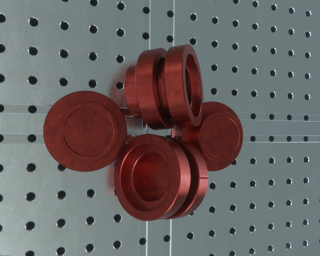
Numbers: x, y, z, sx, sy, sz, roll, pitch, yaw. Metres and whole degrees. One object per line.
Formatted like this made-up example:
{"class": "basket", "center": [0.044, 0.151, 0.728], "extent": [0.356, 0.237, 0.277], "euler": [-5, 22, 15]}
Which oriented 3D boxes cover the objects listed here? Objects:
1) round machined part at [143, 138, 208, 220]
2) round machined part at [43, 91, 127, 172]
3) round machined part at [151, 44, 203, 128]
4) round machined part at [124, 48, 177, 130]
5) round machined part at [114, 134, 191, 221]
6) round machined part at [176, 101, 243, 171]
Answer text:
{"class": "round machined part", "center": [0.018, 0.063, 0.390], "extent": [0.042, 0.098, 0.098], "euler": [14, 85, -51]}
{"class": "round machined part", "center": [-0.087, 0.004, 0.371], "extent": [0.099, 0.042, 0.097], "euler": [0, 90, -20]}
{"class": "round machined part", "center": [0.021, -0.048, 0.374], "extent": [0.042, 0.098, 0.097], "euler": [-5, 92, 20]}
{"class": "round machined part", "center": [-0.011, -0.046, 0.382], "extent": [0.042, 0.098, 0.097], "euler": [-5, 92, 20]}
{"class": "round machined part", "center": [-0.005, 0.058, 0.367], "extent": [0.042, 0.098, 0.098], "euler": [13, 85, -52]}
{"class": "round machined part", "center": [0.075, 0.012, 0.431], "extent": [0.099, 0.042, 0.097], "euler": [0, 90, -20]}
